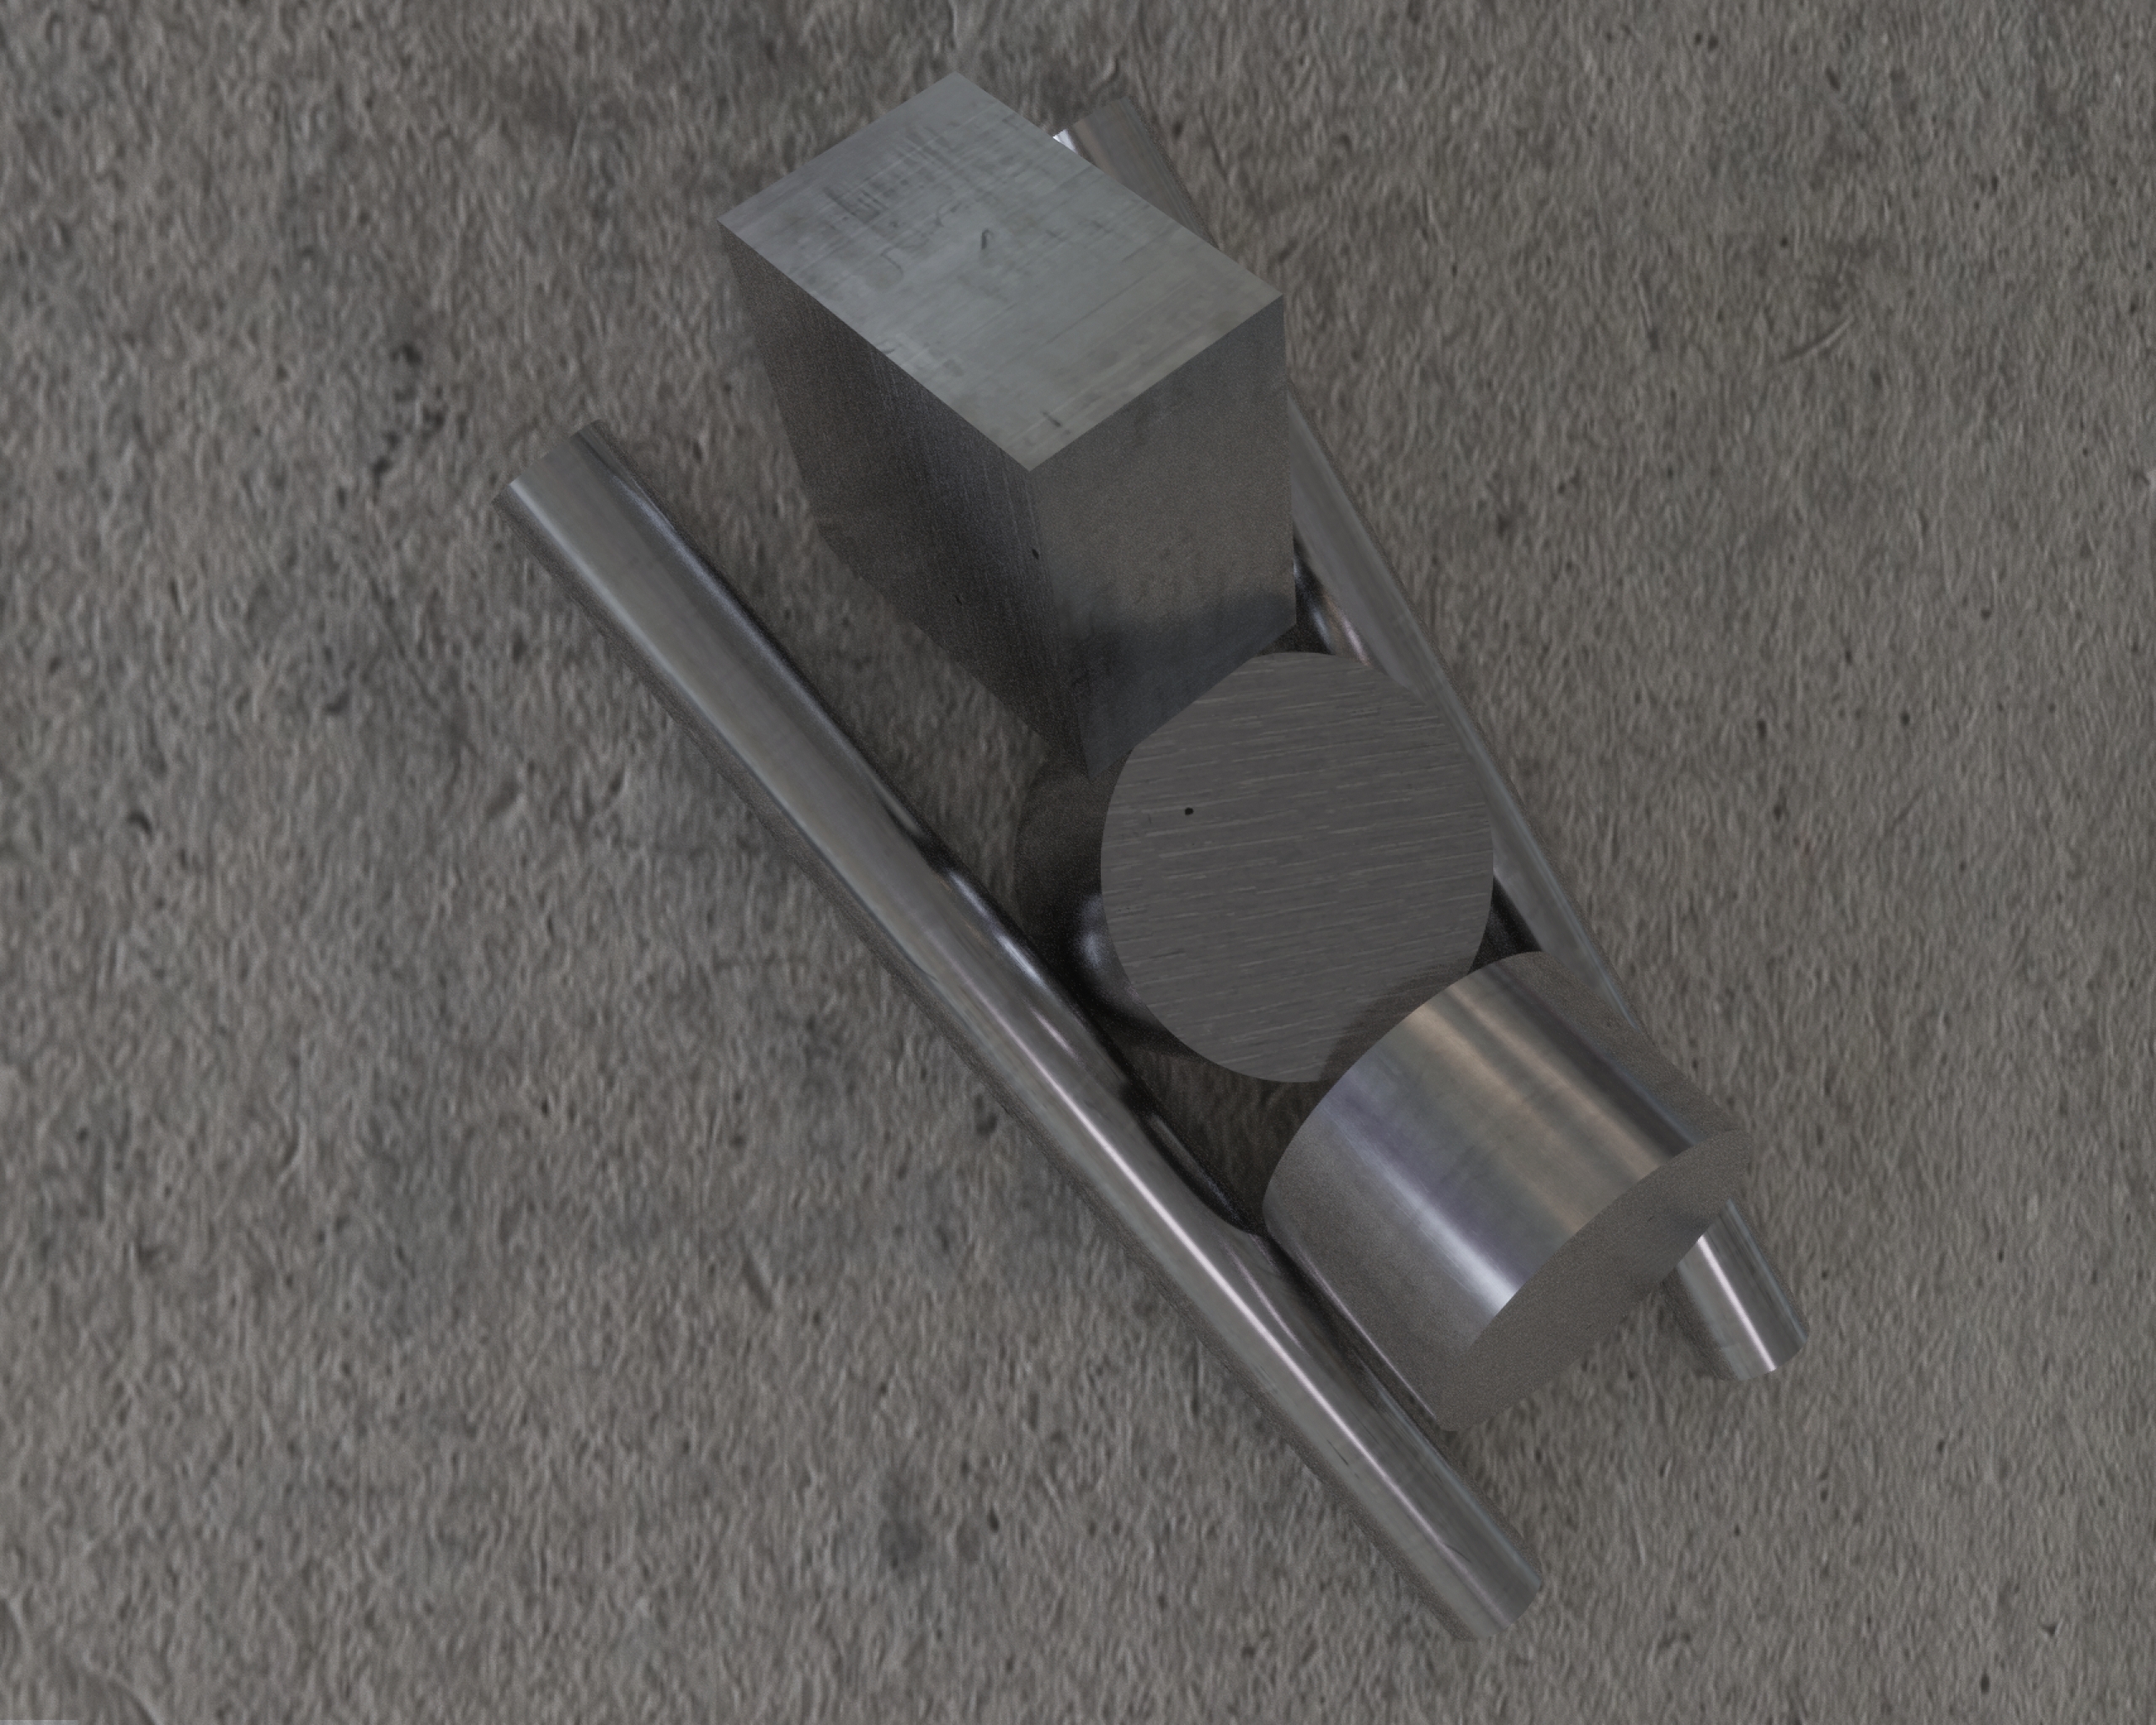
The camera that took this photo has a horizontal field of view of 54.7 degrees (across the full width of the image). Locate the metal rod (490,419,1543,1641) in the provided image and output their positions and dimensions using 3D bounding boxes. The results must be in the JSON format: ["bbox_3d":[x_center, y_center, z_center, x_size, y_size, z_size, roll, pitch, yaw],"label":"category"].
[{"bbox_3d":[-0.004,0.042,0.408,0.025,0.025,0.300,-43,104,-15],"label":"metal rod"}]

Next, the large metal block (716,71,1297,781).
[{"bbox_3d":[-0.009,-0.074,0.361,0.050,0.080,0.080,-38,61,-16],"label":"large metal block"}]

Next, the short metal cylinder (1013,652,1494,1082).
[{"bbox_3d":[0.033,0.001,0.409,0.081,0.050,0.080,0,90,-20],"label":"short metal cylinder"}]

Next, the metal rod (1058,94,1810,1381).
[{"bbox_3d":[0.076,-0.018,0.438,0.025,0.025,0.299,-34,101,-17],"label":"metal rod"}]

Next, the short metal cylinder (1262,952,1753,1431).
[{"bbox_3d":[0.083,0.064,0.405,0.080,0.080,0.050,-33,59,-17],"label":"short metal cylinder"}]
